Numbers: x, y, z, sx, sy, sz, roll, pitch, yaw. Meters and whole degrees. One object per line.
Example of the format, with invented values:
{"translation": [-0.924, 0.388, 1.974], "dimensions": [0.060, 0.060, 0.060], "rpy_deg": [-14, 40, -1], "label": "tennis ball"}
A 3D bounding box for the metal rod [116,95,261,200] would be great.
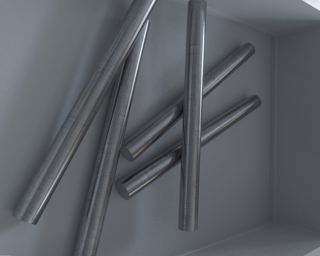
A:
{"translation": [0.061, 0.014, 0.457], "dimensions": [0.302, 0.025, 0.025], "rpy_deg": [-30, 109, -36], "label": "metal rod"}

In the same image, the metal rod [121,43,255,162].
{"translation": [0.056, -0.052, 0.452], "dimensions": [0.302, 0.025, 0.025], "rpy_deg": [-41, 115, -32], "label": "metal rod"}

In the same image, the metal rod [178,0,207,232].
{"translation": [0.043, -0.018, 0.408], "dimensions": [0.025, 0.025, 0.298], "rpy_deg": [4, 87, -40], "label": "metal rod"}

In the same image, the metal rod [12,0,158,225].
{"translation": [-0.068, -0.044, 0.334], "dimensions": [0.025, 0.025, 0.300], "rpy_deg": [35, 73, -35], "label": "metal rod"}

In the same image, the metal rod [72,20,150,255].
{"translation": [-0.055, 0.011, 0.360], "dimensions": [0.025, 0.025, 0.299], "rpy_deg": [20, 77, -38], "label": "metal rod"}
